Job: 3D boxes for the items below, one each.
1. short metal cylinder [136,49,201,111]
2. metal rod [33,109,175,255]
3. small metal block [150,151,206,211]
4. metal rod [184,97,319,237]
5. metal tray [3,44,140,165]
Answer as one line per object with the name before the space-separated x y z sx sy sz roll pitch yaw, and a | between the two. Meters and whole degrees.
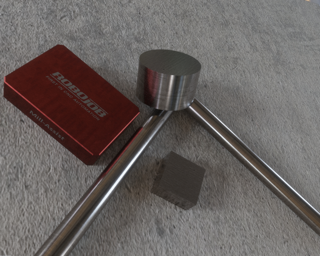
short metal cylinder | 0.010 -0.066 0.413 0.081 0.050 0.080 6 35 -4
metal rod | -0.059 0.063 0.333 0.025 0.025 0.301 39 51 -2
small metal block | 0.023 0.064 0.377 0.050 0.025 0.050 30 52 -9
metal rod | 0.145 0.060 0.445 0.300 0.025 0.025 43 51 1
metal tray | -0.101 -0.030 0.365 0.130 0.030 0.090 40 51 -1
